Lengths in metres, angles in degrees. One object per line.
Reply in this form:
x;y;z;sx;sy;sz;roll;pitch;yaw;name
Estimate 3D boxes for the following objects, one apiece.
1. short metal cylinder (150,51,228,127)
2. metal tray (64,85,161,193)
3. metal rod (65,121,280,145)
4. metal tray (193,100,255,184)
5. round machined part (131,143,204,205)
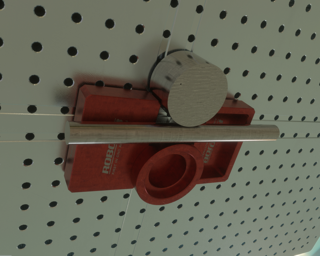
0.035;-0.048;0.379;0.081;0.050;0.079;-14;124;-21;short metal cylinder
-0.060;0.016;0.379;0.091;0.030;0.129;3;117;-30;metal tray
0.037;0.006;0.391;0.303;0.025;0.025;0;118;-29;metal rod
0.077;0.022;0.459;0.091;0.030;0.129;1;118;-29;metal tray
0.007;0.053;0.420;0.099;0.042;0.097;-14;124;-21;round machined part
